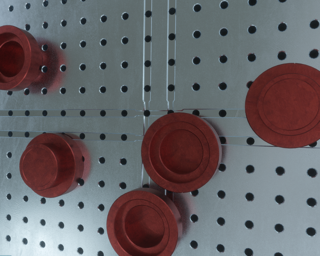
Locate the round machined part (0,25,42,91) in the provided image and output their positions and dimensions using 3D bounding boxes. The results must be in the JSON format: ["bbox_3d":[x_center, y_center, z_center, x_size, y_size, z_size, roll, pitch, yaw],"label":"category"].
[{"bbox_3d":[-0.226,-0.106,0.484,0.098,0.042,0.097,0,90,20],"label":"round machined part"}]

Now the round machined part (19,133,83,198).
[{"bbox_3d":[-0.168,0.056,0.464,0.098,0.042,0.097,0,90,20],"label":"round machined part"}]

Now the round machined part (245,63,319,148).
[{"bbox_3d":[0.147,-0.026,0.352,0.098,0.042,0.097,0,90,20],"label":"round machined part"}]

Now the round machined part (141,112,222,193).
[{"bbox_3d":[0.029,0.030,0.394,0.098,0.042,0.097,0,90,20],"label":"round machined part"}]

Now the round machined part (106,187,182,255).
[{"bbox_3d":[-0.017,0.127,0.410,0.098,0.042,0.097,0,90,20],"label":"round machined part"}]
